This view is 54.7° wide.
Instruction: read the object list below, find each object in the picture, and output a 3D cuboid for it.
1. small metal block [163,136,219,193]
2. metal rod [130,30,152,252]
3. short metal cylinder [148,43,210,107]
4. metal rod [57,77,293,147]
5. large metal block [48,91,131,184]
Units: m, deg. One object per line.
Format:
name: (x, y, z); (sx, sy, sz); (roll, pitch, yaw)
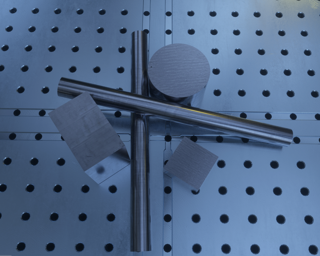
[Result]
small metal block: (0.039, 0.047, 0.396); (0.050, 0.025, 0.050); (32, 73, 10)
metal rod: (-0.026, 0.003, 0.410); (0.025, 0.025, 0.299); (-1, 70, -1)
short metal cylinder: (0.025, -0.067, 0.423); (0.081, 0.050, 0.080); (0, 70, 0)
metal rod: (0.023, -0.019, 0.399); (0.302, 0.025, 0.025); (12, 70, -4)
large metal block: (-0.081, 0.015, 0.375); (0.050, 0.080, 0.080); (-33, 74, -11)
